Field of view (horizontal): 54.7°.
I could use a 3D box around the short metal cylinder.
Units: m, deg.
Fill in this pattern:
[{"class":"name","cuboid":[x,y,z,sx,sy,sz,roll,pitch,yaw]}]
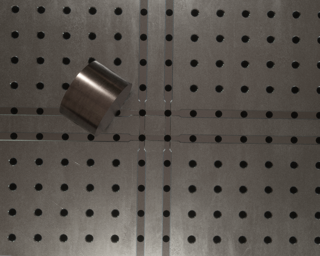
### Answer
[{"class":"short metal cylinder","cuboid":[-0.078,-0.036,0.385,0.050,0.080,0.080,34,90,0]}]
